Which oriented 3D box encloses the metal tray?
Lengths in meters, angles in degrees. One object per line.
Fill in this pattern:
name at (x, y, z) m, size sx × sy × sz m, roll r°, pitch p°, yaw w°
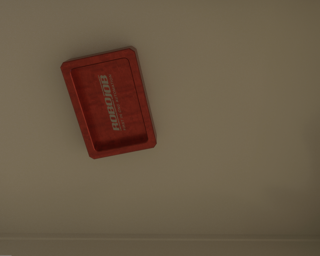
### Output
metal tray at (-0.061, -0.031, 0.396) m, size 0.090 × 0.030 × 0.129 m, roll -11°, pitch 110°, yaw 3°
